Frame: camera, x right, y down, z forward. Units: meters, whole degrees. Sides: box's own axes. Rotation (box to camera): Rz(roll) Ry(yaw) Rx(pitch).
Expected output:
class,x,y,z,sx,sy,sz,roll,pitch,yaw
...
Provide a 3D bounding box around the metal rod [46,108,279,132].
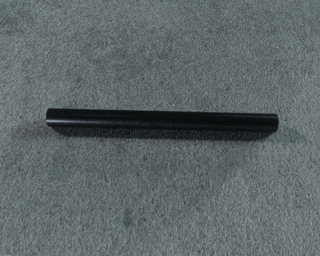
class,x,y,z,sx,sy,sz,roll,pitch,yaw
metal rod,0.002,-0.010,0.414,0.302,0.025,0.025,1,50,1
